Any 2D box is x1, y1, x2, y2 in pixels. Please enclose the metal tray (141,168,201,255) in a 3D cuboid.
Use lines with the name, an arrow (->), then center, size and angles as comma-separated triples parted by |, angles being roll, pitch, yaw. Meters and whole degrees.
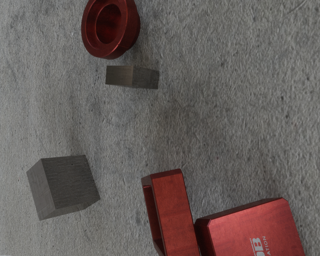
metal tray -> 0.006, 0.095, 0.343 | 0.130, 0.030, 0.090 | 125, 134, -77

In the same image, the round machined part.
round machined part -> -0.067, -0.147, 0.446 | 0.098, 0.042, 0.097 | 0, 90, 39

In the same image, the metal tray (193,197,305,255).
metal tray -> 0.092, 0.138, 0.283 | 0.030, 0.091, 0.129 | 140, 118, -65

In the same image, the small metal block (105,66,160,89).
small metal block -> -0.037, -0.068, 0.417 | 0.050, 0.050, 0.025 | 9, 96, 39

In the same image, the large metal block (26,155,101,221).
large metal block -> -0.153, 0.092, 0.492 | 0.050, 0.081, 0.080 | -36, 68, 34
